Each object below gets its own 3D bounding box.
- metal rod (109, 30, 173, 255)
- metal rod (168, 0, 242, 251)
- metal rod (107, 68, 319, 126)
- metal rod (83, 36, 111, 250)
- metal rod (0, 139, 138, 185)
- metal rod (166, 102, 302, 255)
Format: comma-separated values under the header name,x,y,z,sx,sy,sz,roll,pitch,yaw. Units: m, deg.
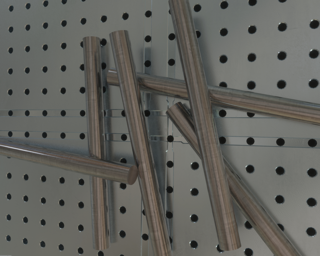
name,x,y,z,sx,sy,sz,roll,pitch,yaw
metal rod,-0.024,0.025,0.404,0.025,0.025,0.298,-10,93,20
metal rod,0.052,-0.010,0.366,0.025,0.025,0.299,-13,86,19
metal rod,0.070,-0.040,0.387,0.301,0.025,0.025,13,95,19
metal rod,-0.091,0.020,0.445,0.025,0.025,0.298,-3,89,20
metal rod,-0.168,0.042,0.454,0.300,0.025,0.025,7,93,26
metal rod,0.105,0.091,0.375,0.025,0.025,0.300,-40,77,16
